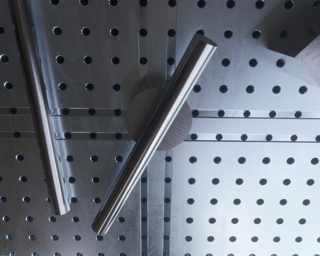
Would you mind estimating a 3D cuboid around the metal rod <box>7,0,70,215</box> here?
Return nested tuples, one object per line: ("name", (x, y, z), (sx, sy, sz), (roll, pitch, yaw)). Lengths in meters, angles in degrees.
("metal rod", (-0.154, -0.018, 0.405), (0.025, 0.025, 0.298), (-3, 110, 1))

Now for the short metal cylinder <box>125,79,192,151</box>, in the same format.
("short metal cylinder", (-0.002, -0.018, 0.393), (0.081, 0.050, 0.079), (0, 110, 0))

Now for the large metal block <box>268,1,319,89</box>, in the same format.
("large metal block", (0.183, -0.096, 0.350), (0.050, 0.080, 0.080), (42, 105, -14))

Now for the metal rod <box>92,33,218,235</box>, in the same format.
("metal rod", (-0.020, 0.028, 0.369), (0.025, 0.025, 0.298), (25, 120, -9))
